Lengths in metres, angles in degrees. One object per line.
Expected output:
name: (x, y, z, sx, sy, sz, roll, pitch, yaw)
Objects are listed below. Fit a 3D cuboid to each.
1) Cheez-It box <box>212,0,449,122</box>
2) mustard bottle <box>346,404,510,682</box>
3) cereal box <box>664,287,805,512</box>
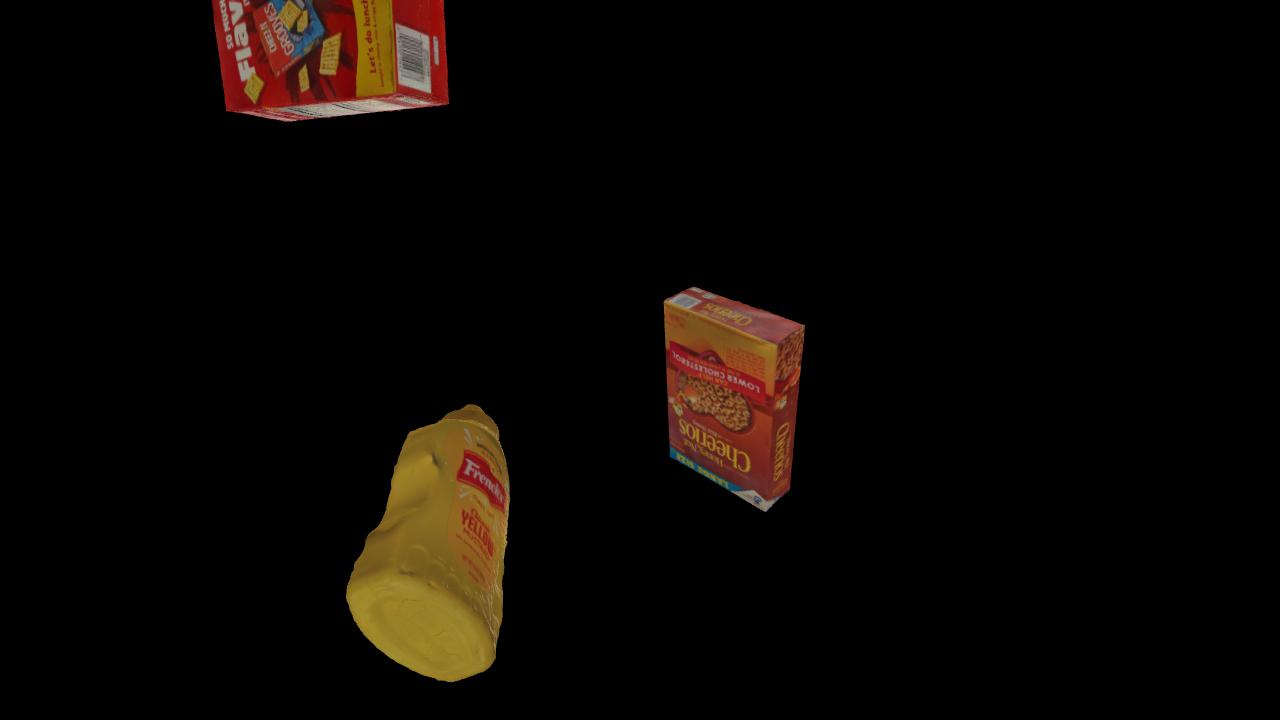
Cheez-It box: (-0.278, -0.306, 0.542, 0.223, 0.166, 0.071, 5, 12, 24)
mustard bottle: (-0.114, 0.086, 0.375, 0.054, 0.092, 0.184, -29, 30, 11)
cereal box: (0.135, 0.061, 0.937, 0.081, 0.306, 0.203, -29, 41, -35)
